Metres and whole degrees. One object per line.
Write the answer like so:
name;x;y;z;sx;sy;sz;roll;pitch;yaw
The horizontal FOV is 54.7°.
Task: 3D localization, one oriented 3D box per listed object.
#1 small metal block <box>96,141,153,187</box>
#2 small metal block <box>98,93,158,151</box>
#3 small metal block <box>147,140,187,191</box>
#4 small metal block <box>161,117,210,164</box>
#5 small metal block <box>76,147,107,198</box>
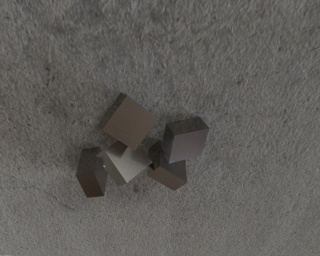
small metal block;-0.046;0.041;0.410;0.050;0.050;0.025;56;139;-2
small metal block;-0.040;-0.008;0.384;0.050;0.025;0.050;36;87;-27
small metal block;0.010;0.053;0.436;0.050;0.050;0.025;35;123;-26
small metal block;0.032;0.016;0.410;0.050;0.025;0.050;-11;134;-23
small metal block;-0.096;0.063;0.443;0.025;0.050;0.050;-7;130;5
